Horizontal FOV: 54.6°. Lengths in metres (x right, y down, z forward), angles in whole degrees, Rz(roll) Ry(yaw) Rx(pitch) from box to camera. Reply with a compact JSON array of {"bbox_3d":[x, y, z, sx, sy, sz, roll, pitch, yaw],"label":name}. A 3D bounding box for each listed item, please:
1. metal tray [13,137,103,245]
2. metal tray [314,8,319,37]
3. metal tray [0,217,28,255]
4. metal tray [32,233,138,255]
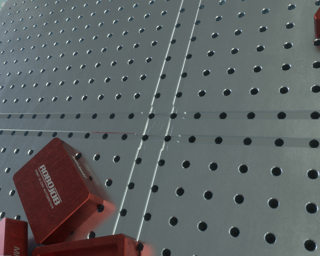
[{"bbox_3d":[-0.146,0.084,0.431,0.090,0.030,0.130,-43,51,-2],"label":"metal tray"},{"bbox_3d":[0.257,-0.159,0.367,0.090,0.030,0.130,28,77,37],"label":"metal tray"},{"bbox_3d":[-0.197,0.188,0.372,0.090,0.030,0.130,-43,44,19],"label":"metal tray"},{"bbox_3d":[-0.089,0.175,0.345,0.130,0.030,0.090,-15,55,19],"label":"metal tray"}]
